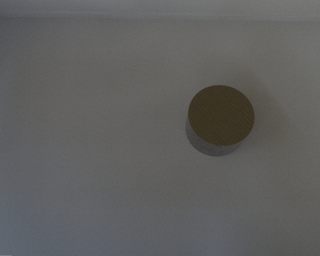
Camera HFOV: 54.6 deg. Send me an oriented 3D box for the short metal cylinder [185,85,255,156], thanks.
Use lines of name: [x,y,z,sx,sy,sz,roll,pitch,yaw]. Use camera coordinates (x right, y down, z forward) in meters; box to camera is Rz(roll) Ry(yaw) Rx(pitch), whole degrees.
short metal cylinder: [0.075,-0.008,0.400,0.080,0.050,0.080,0,70,0]
